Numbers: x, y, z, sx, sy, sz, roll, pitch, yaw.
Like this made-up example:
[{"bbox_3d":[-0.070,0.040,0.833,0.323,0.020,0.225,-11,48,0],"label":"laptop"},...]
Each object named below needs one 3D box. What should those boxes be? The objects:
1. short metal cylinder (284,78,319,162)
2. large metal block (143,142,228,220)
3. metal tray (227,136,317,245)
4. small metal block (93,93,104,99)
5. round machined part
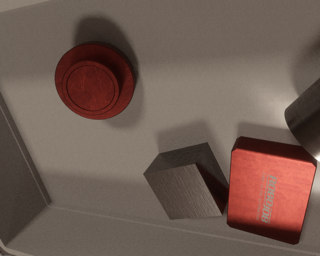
[{"bbox_3d":[0.164,-0.007,0.283,0.080,0.080,0.050,38,129,2],"label":"short metal cylinder"},{"bbox_3d":[0.038,0.073,0.417,0.080,0.050,0.080,-17,110,34],"label":"large metal block"},{"bbox_3d":[0.134,0.079,0.383,0.090,0.030,0.129,10,123,22],"label":"metal tray"},{"bbox_3d":[-0.108,-0.059,0.427,0.050,0.025,0.050,-3,117,29],"label":"small metal block"},{"bbox_3d":[-0.081,-0.054,0.382,0.099,0.042,0.097,0,115,1],"label":"round machined part"}]
